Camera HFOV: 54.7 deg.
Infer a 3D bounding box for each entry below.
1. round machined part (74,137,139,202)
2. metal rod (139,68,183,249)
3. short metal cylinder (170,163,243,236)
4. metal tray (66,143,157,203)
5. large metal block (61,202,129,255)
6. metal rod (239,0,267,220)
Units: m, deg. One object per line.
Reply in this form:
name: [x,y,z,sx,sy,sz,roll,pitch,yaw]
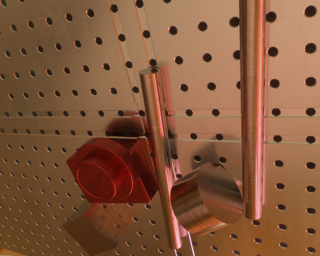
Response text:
round machined part: [-0.082,0.066,0.443,0.098,0.042,0.097,13,124,20]
metal rod: [0.006,0.061,0.444,0.025,0.025,0.298,6,121,25]
short metal cylinder: [0.060,0.091,0.400,0.080,0.080,0.050,47,129,-5]
metal tray: [-0.077,0.076,0.494,0.130,0.030,0.090,-9,114,31]
large metal block: [-0.118,0.180,0.566,0.080,0.050,0.080,-34,100,38]
metal rod: [0.103,-0.016,0.346,0.025,0.025,0.298,5,121,25]
